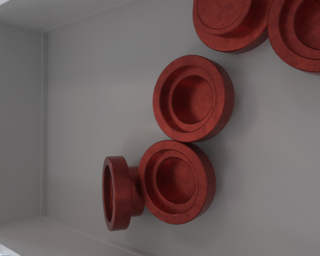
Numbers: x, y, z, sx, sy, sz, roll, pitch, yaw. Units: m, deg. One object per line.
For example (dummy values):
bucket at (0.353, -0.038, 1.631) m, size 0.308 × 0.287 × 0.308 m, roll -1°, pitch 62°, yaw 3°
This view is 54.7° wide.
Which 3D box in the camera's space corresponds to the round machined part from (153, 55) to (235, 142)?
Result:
round machined part at (0.042, -0.032, 0.360) m, size 0.098 × 0.042 × 0.097 m, roll -2°, pitch 87°, yaw 39°

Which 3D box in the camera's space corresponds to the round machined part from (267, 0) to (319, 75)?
round machined part at (0.150, -0.095, 0.272) m, size 0.098 × 0.042 × 0.097 m, roll 0°, pitch 90°, yaw 40°

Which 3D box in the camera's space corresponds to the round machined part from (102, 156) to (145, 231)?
round machined part at (-0.049, 0.086, 0.419) m, size 0.098 × 0.042 × 0.097 m, roll 180°, pitch 90°, yaw -71°

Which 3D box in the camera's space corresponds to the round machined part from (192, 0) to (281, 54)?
round machined part at (0.075, -0.131, 0.330) m, size 0.098 × 0.042 × 0.097 m, roll 5°, pitch 97°, yaw 40°

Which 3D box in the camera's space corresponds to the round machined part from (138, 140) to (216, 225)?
round machined part at (0.023, 0.062, 0.374) m, size 0.098 × 0.042 × 0.097 m, roll 1°, pitch 91°, yaw 36°
